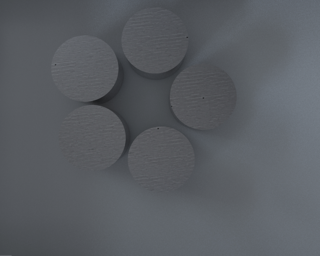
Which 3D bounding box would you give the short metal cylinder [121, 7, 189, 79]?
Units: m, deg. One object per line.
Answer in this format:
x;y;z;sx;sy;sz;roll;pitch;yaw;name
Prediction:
-0.006;-0.105;0.397;0.081;0.050;0.080;0;90;0;short metal cylinder

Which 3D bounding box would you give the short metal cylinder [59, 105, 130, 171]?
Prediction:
-0.081;0.012;0.396;0.081;0.050;0.080;0;90;0;short metal cylinder

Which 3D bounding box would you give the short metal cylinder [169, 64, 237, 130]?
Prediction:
0.052;-0.038;0.397;0.081;0.050;0.080;0;90;0;short metal cylinder

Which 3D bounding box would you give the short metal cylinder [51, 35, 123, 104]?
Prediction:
-0.090;-0.071;0.396;0.081;0.050;0.080;0;90;0;short metal cylinder

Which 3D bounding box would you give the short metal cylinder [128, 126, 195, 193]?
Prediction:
0.002;0.038;0.397;0.081;0.050;0.080;0;90;0;short metal cylinder
